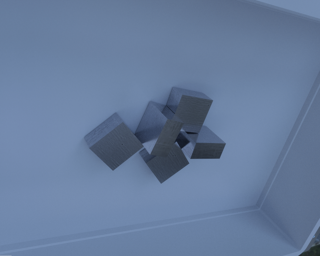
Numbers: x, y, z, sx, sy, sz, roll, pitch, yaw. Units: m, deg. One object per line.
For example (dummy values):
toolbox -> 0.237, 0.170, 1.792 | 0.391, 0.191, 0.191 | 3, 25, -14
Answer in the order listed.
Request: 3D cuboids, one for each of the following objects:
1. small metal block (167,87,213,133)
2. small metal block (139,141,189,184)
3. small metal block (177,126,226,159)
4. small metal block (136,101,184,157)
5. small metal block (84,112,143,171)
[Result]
small metal block -> 0.035, -0.023, 0.413 | 0.050, 0.025, 0.050 | 6, 115, -32
small metal block -> 0.007, 0.043, 0.438 | 0.050, 0.025, 0.050 | -35, 129, -5
small metal block -> 0.054, 0.019, 0.433 | 0.050, 0.050, 0.025 | 3, 117, -30
small metal block -> -0.002, 0.001, 0.391 | 0.025, 0.050, 0.050 | 13, 111, -34
small metal block -> -0.057, 0.018, 0.387 | 0.050, 0.025, 0.050 | -38, 130, -3
